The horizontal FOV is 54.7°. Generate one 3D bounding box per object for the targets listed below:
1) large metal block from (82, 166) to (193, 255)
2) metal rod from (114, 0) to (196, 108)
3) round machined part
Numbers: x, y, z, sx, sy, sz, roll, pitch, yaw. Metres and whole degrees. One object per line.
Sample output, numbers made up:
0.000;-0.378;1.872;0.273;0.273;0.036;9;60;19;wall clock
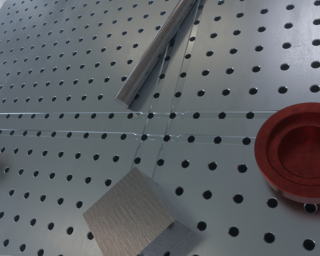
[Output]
-0.025;0.104;0.342;0.080;0.050;0.080;-42;51;-1;large metal block
0.016;-0.162;0.499;0.025;0.025;0.300;20;72;35;metal rod
0.147;0.027;0.304;0.098;0.042;0.098;-13;56;21;round machined part
